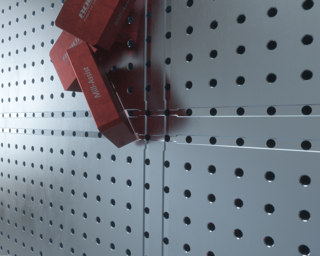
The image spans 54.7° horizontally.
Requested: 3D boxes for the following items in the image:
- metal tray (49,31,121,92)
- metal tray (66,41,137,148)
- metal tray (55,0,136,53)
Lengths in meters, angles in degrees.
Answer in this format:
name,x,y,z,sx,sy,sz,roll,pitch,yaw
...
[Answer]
name,x,y,z,sx,sy,sz,roll,pitch,yaw
metal tray,-0.127,-0.132,0.508,0.129,0.030,0.090,-43,65,31
metal tray,-0.079,-0.044,0.429,0.030,0.090,0.130,-26,70,0
metal tray,-0.085,-0.185,0.445,0.090,0.030,0.129,32,97,24
